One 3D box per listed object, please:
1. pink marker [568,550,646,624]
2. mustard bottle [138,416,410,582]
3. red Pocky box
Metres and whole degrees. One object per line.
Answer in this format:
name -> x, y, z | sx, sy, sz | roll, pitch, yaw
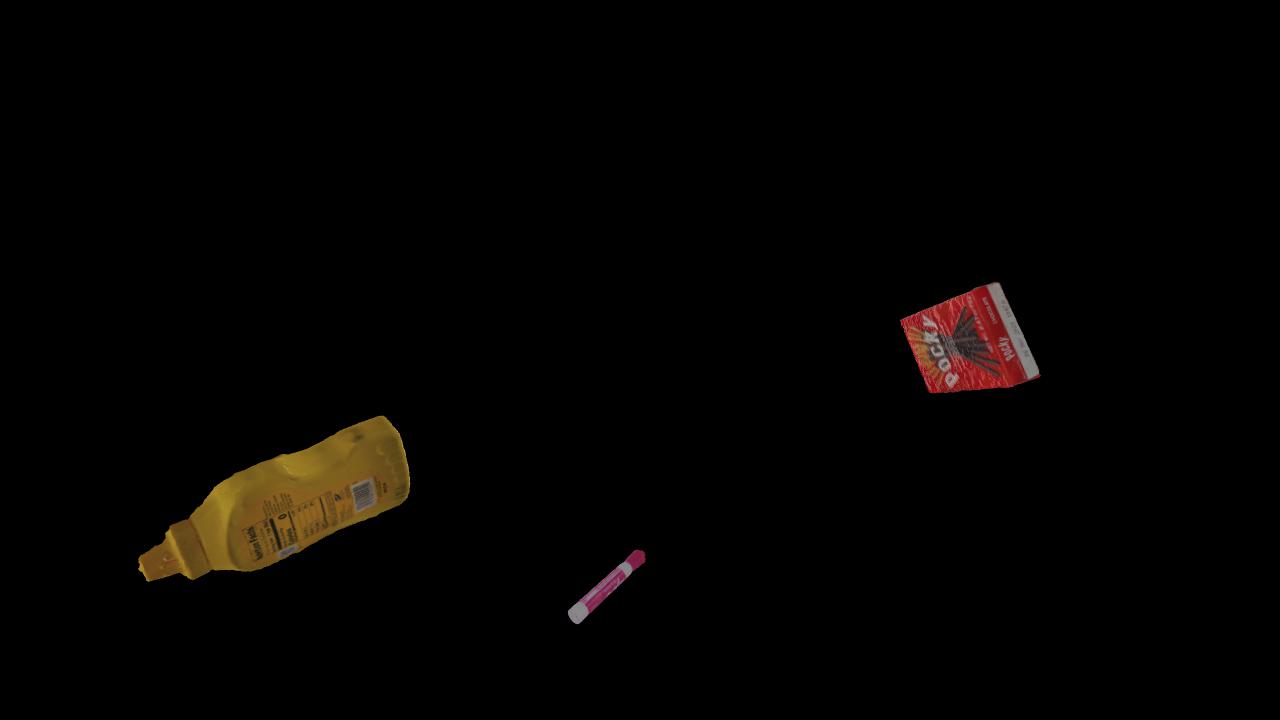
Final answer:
pink marker -> -0.035, 0.261, 0.717 | 0.020, 0.020, 0.121 | 0, 22, 43
mustard bottle -> -0.276, 0.115, 0.476 | 0.184, 0.092, 0.054 | -25, 54, -39
red Pocky box -> 0.286, -0.013, 0.550 | 0.028, 0.083, 0.155 | -22, -6, 1
